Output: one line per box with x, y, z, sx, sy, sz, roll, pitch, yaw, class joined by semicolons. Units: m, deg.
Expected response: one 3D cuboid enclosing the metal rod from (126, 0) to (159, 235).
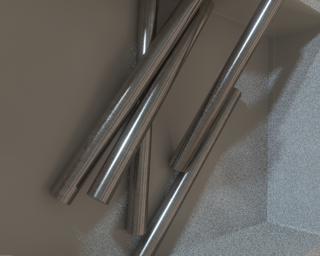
-0.021;-0.020;0.390;0.025;0.025;0.298;5;87;-40;metal rod

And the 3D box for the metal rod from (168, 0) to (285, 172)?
0.093;-0.074;0.403;0.025;0.025;0.298;20;104;-39;metal rod

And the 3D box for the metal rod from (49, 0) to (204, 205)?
-0.028;-0.050;0.359;0.025;0.025;0.300;41;73;-33;metal rod

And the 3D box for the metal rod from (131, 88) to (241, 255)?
0.048;0.055;0.449;0.025;0.025;0.300;48;61;-30;metal rod

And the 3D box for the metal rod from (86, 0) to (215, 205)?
0.000;-0.050;0.374;0.025;0.025;0.300;42;63;-32;metal rod
